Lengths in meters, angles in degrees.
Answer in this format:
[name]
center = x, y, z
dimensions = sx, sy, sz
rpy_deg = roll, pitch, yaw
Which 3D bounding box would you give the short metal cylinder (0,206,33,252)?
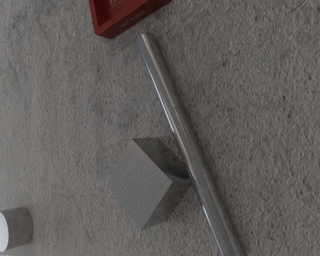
[short metal cylinder]
center = -0.307, 0.208, 0.642
dimensions = 0.080, 0.050, 0.079
rpy_deg = 0, 90, 40

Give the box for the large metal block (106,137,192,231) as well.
[large metal block]
center = -0.013, 0.068, 0.400
dimensions = 0.080, 0.050, 0.080
rpy_deg = 44, 116, 31

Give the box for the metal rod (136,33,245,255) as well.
[metal rod]
center = 0.031, 0.012, 0.379
dimensions = 0.025, 0.025, 0.299
rpy_deg = -33, 70, 35

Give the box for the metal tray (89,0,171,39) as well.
[metal tray]
center = -0.048, -0.196, 0.441
dimensions = 0.130, 0.030, 0.090
rpy_deg = -18, 79, 38
